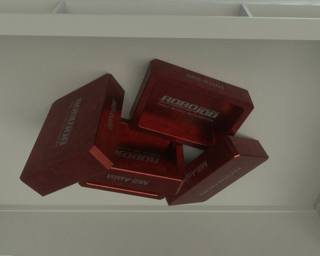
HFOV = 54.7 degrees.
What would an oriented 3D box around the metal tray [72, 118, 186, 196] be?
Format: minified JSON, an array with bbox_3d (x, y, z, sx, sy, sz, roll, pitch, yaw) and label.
[{"bbox_3d":[-0.037,0.030,0.388,0.131,0.090,0.030,12,129,-11],"label":"metal tray"}]

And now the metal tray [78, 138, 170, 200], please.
[{"bbox_3d":[-0.045,0.057,0.449,0.131,0.030,0.089,12,129,-11],"label":"metal tray"}]

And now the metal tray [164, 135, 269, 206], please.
[{"bbox_3d":[0.075,0.062,0.432,0.091,0.030,0.129,9,137,-46],"label":"metal tray"}]

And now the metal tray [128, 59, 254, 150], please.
[{"bbox_3d":[0.036,-0.022,0.385,0.131,0.030,0.089,16,128,-14],"label":"metal tray"}]

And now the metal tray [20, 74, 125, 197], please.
[{"bbox_3d":[-0.089,0.002,0.337,0.090,0.130,0.030,-23,127,19],"label":"metal tray"}]
